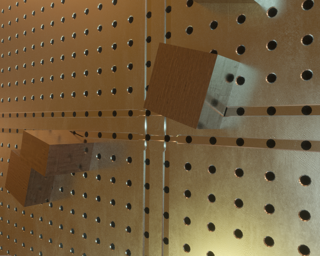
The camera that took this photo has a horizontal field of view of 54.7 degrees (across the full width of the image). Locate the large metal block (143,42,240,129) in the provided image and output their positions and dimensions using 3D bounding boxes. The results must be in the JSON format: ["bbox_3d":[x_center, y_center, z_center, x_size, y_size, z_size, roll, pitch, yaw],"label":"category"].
[{"bbox_3d":[0.035,-0.049,0.363,0.080,0.050,0.079,24,105,37],"label":"large metal block"}]

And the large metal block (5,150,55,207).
[{"bbox_3d":[-0.249,0.092,0.595,0.080,0.050,0.079,25,105,37],"label":"large metal block"}]

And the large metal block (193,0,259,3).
[{"bbox_3d":[0.069,-0.184,0.335,0.080,0.050,0.079,18,102,38],"label":"large metal block"}]

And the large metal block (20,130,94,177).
[{"bbox_3d":[-0.170,0.038,0.511,0.080,0.081,0.050,19,102,38],"label":"large metal block"}]
